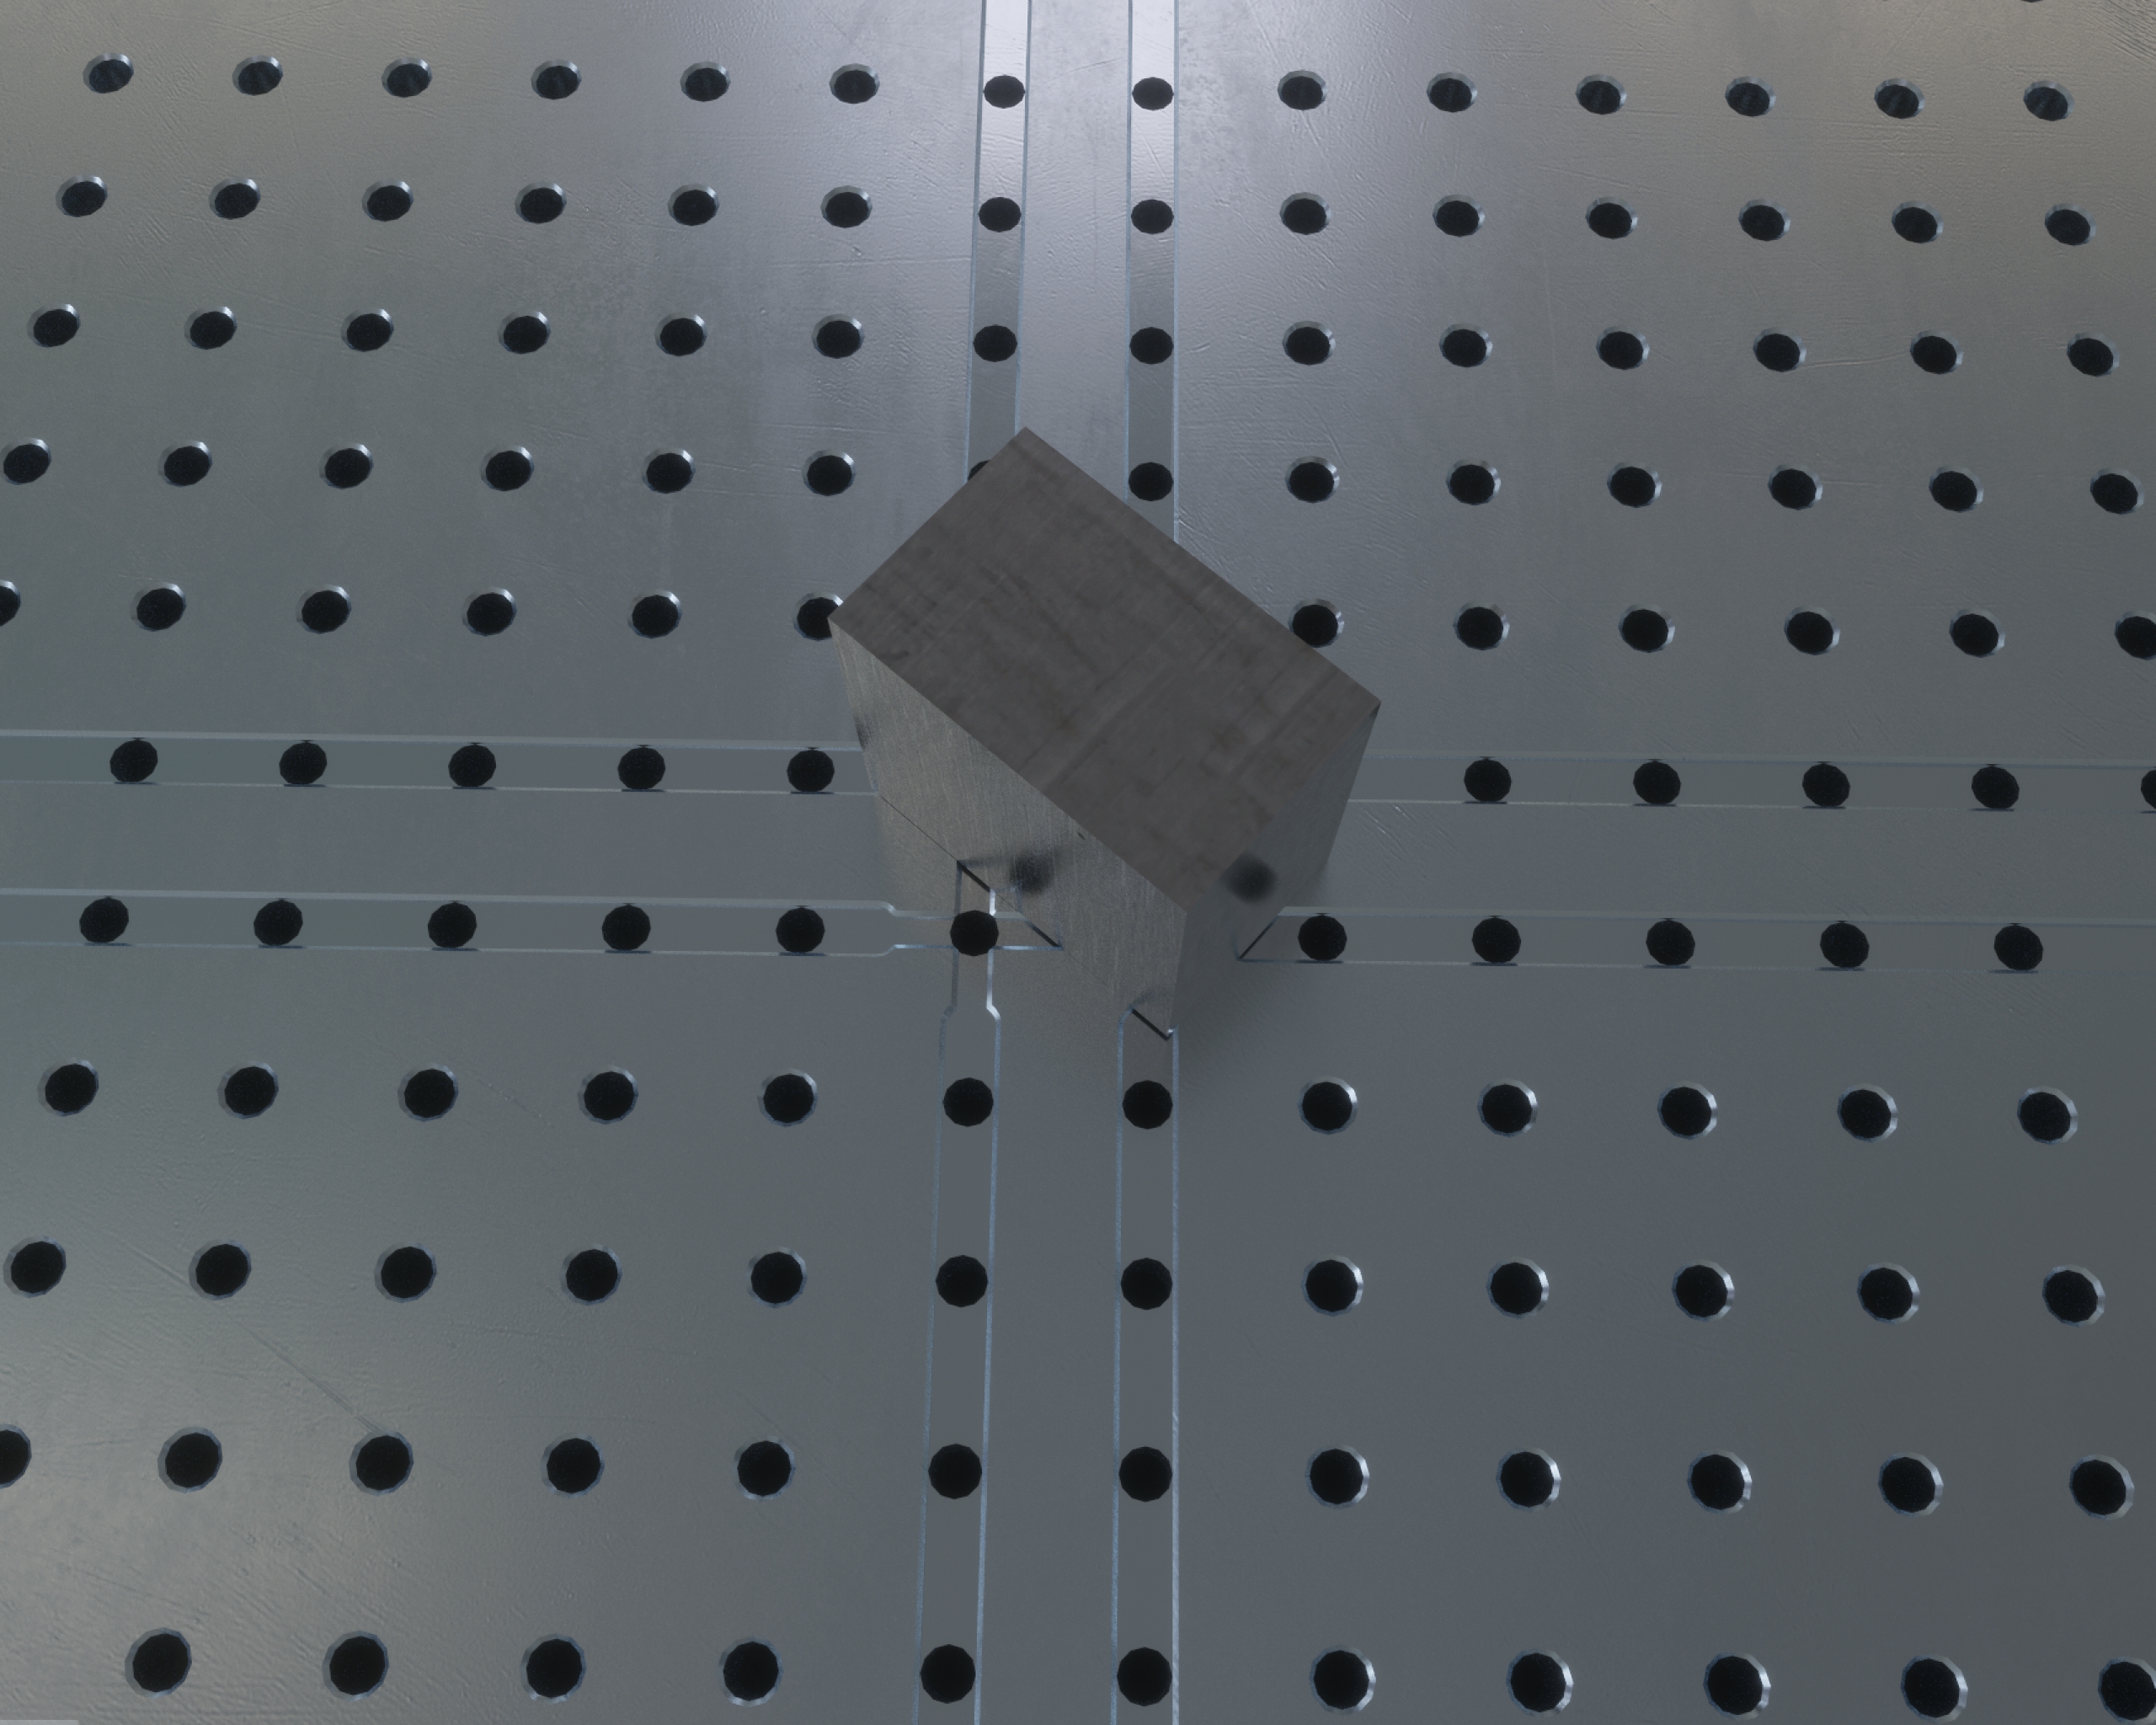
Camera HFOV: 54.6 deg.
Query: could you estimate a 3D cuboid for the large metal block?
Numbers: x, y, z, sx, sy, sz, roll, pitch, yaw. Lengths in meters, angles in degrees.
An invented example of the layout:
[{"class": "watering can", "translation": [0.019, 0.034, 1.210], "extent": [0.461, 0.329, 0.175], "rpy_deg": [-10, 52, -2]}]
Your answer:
[{"class": "large metal block", "translation": [0.004, -0.021, 0.390], "extent": [0.080, 0.080, 0.050], "rpy_deg": [40, 75, 13]}]
